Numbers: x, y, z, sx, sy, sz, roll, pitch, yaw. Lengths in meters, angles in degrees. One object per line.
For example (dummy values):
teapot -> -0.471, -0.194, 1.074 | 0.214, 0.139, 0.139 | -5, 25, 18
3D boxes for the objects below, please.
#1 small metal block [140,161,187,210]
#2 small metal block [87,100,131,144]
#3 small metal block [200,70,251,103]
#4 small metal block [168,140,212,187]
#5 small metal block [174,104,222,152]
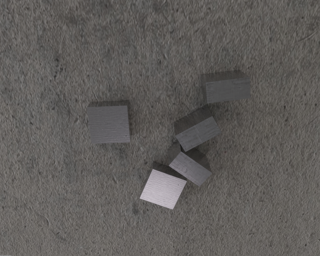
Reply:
small metal block -> 0.004, 0.081, 0.440 | 0.050, 0.025, 0.050 | 21, 109, -8
small metal block -> -0.065, -0.008, 0.406 | 0.050, 0.025, 0.050 | -2, 110, 0
small metal block -> 0.078, -0.052, 0.378 | 0.050, 0.050, 0.025 | -7, 110, 2
small metal block -> 0.038, 0.043, 0.413 | 0.050, 0.050, 0.025 | 35, 106, -12
small metal block -> 0.046, -0.001, 0.396 | 0.050, 0.050, 0.025 | -29, 108, 10
